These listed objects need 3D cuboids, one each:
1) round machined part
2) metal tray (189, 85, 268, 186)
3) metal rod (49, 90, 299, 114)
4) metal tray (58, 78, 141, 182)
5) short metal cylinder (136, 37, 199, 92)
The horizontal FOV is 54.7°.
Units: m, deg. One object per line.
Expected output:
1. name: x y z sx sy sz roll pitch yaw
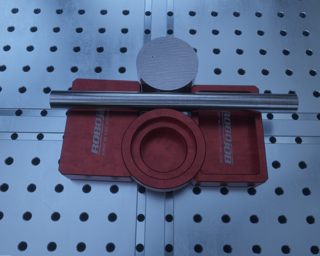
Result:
1. round machined part: 0.005 0.029 0.378 0.099 0.042 0.098 0 70 0
2. metal tray: 0.085 0.008 0.402 0.091 0.030 0.130 1 70 0
3. metal rod: 0.017 -0.032 0.387 0.302 0.025 0.025 1 70 0
4. metal tray: -0.073 0.001 0.403 0.091 0.030 0.130 3 70 1
5. short metal cylinder: 0.009 -0.076 0.422 0.081 0.050 0.080 0 70 0
